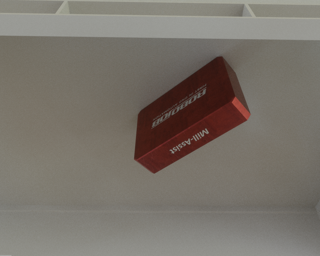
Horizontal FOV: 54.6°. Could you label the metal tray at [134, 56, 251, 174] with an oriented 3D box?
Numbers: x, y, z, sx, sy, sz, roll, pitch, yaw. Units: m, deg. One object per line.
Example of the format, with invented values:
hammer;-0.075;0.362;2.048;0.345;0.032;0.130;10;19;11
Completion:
metal tray;0.030;-0.015;0.353;0.130;0.090;0.030;-33;123;25
